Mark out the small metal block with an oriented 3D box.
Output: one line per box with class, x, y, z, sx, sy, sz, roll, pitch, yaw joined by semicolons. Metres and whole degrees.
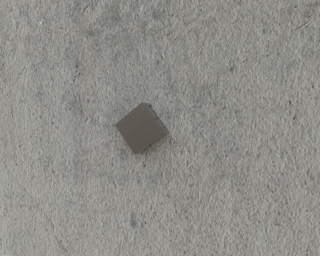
small metal block;-0.024;0.001;0.418;0.050;0.025;0.050;-38;78;15
